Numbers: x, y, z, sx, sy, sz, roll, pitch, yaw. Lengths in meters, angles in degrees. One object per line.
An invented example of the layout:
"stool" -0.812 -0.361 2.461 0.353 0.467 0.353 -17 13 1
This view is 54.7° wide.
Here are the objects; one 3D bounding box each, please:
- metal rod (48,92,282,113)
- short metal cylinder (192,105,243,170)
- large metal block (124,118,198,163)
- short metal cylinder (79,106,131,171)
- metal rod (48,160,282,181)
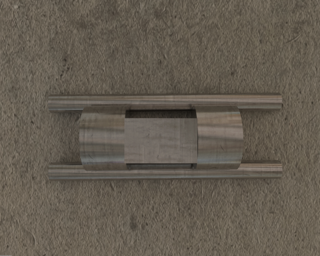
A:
"metal rod" 0.007 -0.033 0.411 0.302 0.025 0.025 -1 90 0
"short metal cylinder" 0.067 0.012 0.384 0.050 0.080 0.079 -1 90 0
"large metal block" 0.001 0.014 0.381 0.081 0.080 0.050 0 90 0
"short metal cylinder" -0.064 0.012 0.383 0.050 0.080 0.079 -1 90 0
"metal rod" 0.007 0.056 0.411 0.302 0.025 0.025 -1 90 0
